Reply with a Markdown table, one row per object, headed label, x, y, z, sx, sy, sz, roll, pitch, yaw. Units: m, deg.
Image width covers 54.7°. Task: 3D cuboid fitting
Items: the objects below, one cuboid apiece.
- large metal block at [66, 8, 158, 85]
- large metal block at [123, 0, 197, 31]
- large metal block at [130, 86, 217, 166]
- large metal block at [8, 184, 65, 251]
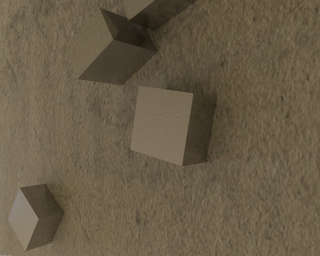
| label | x | y | z | sx | sy | sz | roll | pitch | yaw |
| --- | --- | --- | --- | --- | --- | --- | --- | --- | --- |
| large metal block | -0.065 | -0.105 | 0.421 | 0.080 | 0.081 | 0.050 | -36 | 68 | 34 |
| large metal block | -0.005 | -0.184 | 0.391 | 0.080 | 0.050 | 0.080 | -24 | 75 | 37 |
| large metal block | 0.015 | -0.005 | 0.375 | 0.080 | 0.050 | 0.079 | 14 | 99 | 39 |
| large metal block | -0.231 | 0.164 | 0.576 | 0.080 | 0.050 | 0.079 | 41 | 115 | 32 |
